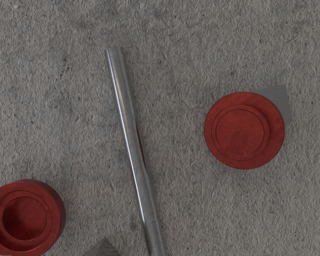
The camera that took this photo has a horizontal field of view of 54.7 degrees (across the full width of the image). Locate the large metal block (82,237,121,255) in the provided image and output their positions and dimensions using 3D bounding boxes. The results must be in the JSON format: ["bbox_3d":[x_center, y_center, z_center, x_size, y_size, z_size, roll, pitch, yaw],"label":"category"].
[{"bbox_3d":[-0.089,0.193,0.382,0.080,0.080,0.050,-40,90,0],"label":"large metal block"}]

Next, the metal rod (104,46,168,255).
[{"bbox_3d":[-0.030,0.042,0.409,0.025,0.025,0.298,-12,90,0],"label":"metal rod"}]

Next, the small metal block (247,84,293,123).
[{"bbox_3d":[0.142,-0.027,0.411,0.050,0.025,0.050,-11,90,0],"label":"small metal block"}]

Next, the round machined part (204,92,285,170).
[{"bbox_3d":[0.102,0.004,0.384,0.098,0.042,0.097,2,96,23],"label":"round machined part"}]

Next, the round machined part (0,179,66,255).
[{"bbox_3d":[-0.170,0.114,0.400,0.099,0.042,0.097,0,90,0],"label":"round machined part"}]
